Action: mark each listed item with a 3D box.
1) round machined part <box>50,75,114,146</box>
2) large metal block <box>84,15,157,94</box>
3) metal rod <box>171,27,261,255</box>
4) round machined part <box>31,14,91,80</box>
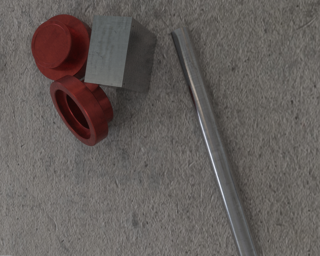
[{"bbox_3d":[-0.101,-0.027,0.417,0.098,0.042,0.097,34,145,29],"label":"round machined part"},{"bbox_3d":[-0.047,-0.090,0.396,0.050,0.080,0.079,10,94,20],"label":"large metal block"},{"bbox_3d":[0.068,0.018,0.384,0.025,0.025,0.299,-18,84,19],"label":"metal rod"},{"bbox_3d":[-0.146,-0.118,0.451,0.098,0.042,0.097,0,90,20],"label":"round machined part"}]
